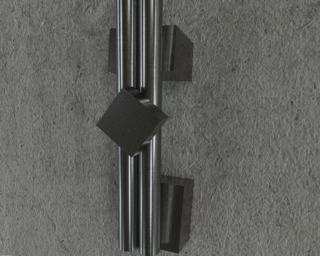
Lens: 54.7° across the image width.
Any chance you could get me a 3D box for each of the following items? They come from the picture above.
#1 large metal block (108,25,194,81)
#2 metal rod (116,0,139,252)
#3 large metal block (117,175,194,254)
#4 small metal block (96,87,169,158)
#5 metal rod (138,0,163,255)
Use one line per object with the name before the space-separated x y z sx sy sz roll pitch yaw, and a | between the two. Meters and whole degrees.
large metal block | -0.008 -0.089 0.384 0.080 0.080 0.050 4 91 20
metal rod | -0.035 -0.008 0.345 0.025 0.025 0.298 3 98 20
large metal block | -0.004 0.104 0.398 0.080 0.050 0.079 5 92 20
small metal block | -0.028 -0.007 0.316 0.050 0.025 0.050 41 109 9
metal rod | -0.011 -0.007 0.336 0.025 0.025 0.298 3 98 20
